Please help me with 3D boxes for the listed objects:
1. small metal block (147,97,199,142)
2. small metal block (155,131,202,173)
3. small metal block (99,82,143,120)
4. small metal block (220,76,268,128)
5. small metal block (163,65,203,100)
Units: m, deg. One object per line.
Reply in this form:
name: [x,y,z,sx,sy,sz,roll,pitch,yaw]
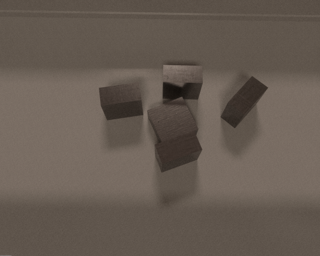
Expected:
small metal block: [0.016,-0.007,0.412,0.050,0.025,0.050,-22,72,-8]
small metal block: [0.021,0.031,0.385,0.050,0.050,0.025,-19,72,-7]
small metal block: [-0.050,-0.034,0.408,0.050,0.050,0.025,-9,71,-4]
small metal block: [0.110,-0.033,0.410,0.025,0.050,0.050,41,75,13]
small metal block: [0.029,-0.061,0.419,0.050,0.050,0.025,1,70,0]
